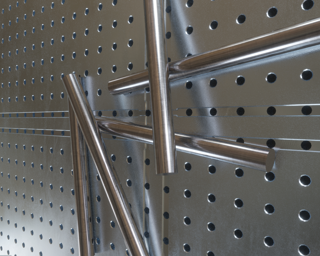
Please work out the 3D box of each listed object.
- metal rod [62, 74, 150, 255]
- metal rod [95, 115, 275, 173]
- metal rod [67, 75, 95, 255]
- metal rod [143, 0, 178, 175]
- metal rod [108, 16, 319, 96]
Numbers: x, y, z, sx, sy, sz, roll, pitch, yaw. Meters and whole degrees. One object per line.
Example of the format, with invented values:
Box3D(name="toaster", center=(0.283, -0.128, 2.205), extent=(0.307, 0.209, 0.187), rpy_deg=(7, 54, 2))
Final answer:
Box3D(name="metal rod", center=(-0.079, 0.058, 0.448), extent=(0.025, 0.025, 0.299), rpy_deg=(-30, 79, 36))
Box3D(name="metal rod", center=(-0.002, 0.011, 0.409), extent=(0.300, 0.025, 0.025), rpy_deg=(11, 97, 39))
Box3D(name="metal rod", center=(-0.133, 0.060, 0.515), extent=(0.025, 0.025, 0.298), rpy_deg=(-9, 84, 39))
Box3D(name="metal rod", center=(-0.004, -0.093, 0.380), extent=(0.025, 0.025, 0.299), rpy_deg=(-17, 70, 38))
Box3D(name="metal rod", center=(0.047, -0.076, 0.368), extent=(0.300, 0.025, 0.025), rpy_deg=(-8, 85, 39))
